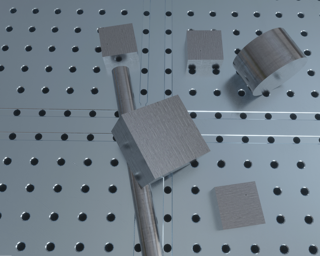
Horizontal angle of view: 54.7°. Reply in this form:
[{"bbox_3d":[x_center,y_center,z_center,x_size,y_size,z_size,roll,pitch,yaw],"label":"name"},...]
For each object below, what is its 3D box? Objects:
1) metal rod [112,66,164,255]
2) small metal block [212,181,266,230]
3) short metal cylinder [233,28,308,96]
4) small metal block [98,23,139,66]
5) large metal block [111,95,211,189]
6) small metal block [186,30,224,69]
[{"bbox_3d":[-0.027,0.056,0.390,0.025,0.025,0.299,-10,70,-4],"label":"metal rod"},{"bbox_3d":[0.094,0.095,0.378,0.050,0.025,0.050,-8,70,-3],"label":"small metal block"},{"bbox_3d":[0.147,-0.087,0.416,0.080,0.080,0.050,-26,72,-9],"label":"short metal cylinder"},{"bbox_3d":[-0.061,-0.123,0.456,0.050,0.025,0.050,-10,70,-4],"label":"small metal block"},{"bbox_3d":[0.000,0.016,0.375,0.081,0.050,0.080,-23,77,-29],"label":"large metal block"},{"bbox_3d":[0.064,-0.115,0.455,0.050,0.025,0.050,0,70,-1],"label":"small metal block"}]
